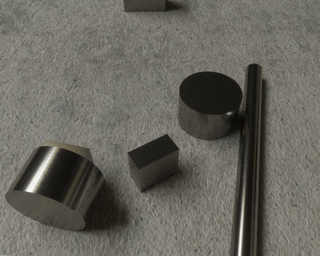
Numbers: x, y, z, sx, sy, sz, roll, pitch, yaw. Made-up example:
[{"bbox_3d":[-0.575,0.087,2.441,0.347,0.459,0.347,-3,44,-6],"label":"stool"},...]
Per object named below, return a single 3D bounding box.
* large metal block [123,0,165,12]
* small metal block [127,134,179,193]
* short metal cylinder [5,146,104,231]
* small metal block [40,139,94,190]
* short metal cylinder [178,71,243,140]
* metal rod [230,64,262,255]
[{"bbox_3d":[-0.030,-0.275,0.598,0.081,0.080,0.050,-1,50,-1],"label":"large metal block"},{"bbox_3d":[-0.007,0.040,0.353,0.050,0.050,0.025,-25,55,-20],"label":"small metal block"},{"bbox_3d":[-0.104,0.062,0.314,0.080,0.080,0.050,11,51,8],"label":"short metal cylinder"},{"bbox_3d":[-0.104,0.043,0.350,0.050,0.050,0.025,11,51,9],"label":"small metal block"},{"bbox_3d":[0.065,-0.030,0.413,0.081,0.050,0.080,0,50,0],"label":"short metal cylinder"},{"bbox_3d":[0.112,0.022,0.386,0.025,0.025,0.300,10,51,8],"label":"metal rod"}]
